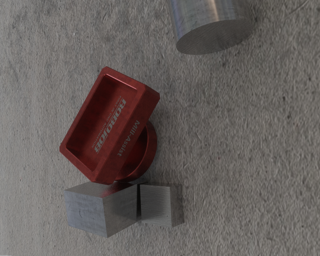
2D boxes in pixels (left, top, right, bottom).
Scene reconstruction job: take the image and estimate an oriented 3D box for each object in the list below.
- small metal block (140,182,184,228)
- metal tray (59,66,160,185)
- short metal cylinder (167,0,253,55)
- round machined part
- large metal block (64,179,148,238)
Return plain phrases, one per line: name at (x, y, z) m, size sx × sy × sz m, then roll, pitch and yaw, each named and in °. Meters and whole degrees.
small metal block at (0.002, 0.098, 0.404) m, size 0.050 × 0.025 × 0.050 m, roll -5°, pitch 87°, yaw 40°
metal tray at (-0.067, -0.005, 0.394) m, size 0.090 × 0.030 × 0.130 m, roll 30°, pitch 92°, yaw 39°
short metal cylinder at (0.052, -0.117, 0.326) m, size 0.080 × 0.081 × 0.050 m, roll -17°, pitch 80°, yaw 39°
round machined part at (-0.056, 0.023, 0.423) m, size 0.098 × 0.042 × 0.098 m, roll -13°, pitch 66°, yaw 32°
large metal block at (-0.071, 0.102, 0.424) m, size 0.080 × 0.081 × 0.050 m, roll -1°, pitch 98°, yaw 40°
